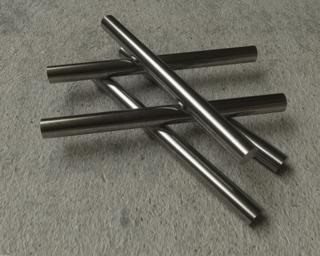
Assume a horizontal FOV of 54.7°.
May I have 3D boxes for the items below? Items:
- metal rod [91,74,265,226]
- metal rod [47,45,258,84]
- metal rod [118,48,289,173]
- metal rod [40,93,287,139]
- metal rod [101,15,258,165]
[{"bbox_3d":[0.003,0.007,0.398,0.025,0.025,0.300,-34,58,-25],"label":"metal rod"},{"bbox_3d":[-0.006,-0.093,0.451,0.302,0.025,0.025,-7,51,-7],"label":"metal rod"},{"bbox_3d":[0.044,-0.041,0.439,0.025,0.025,0.300,-35,59,-26],"label":"metal rod"},{"bbox_3d":[0.010,-0.016,0.387,0.302,0.025,0.025,-7,51,-6],"label":"metal rod"},{"bbox_3d":[0.006,-0.066,0.396,0.025,0.025,0.300,-28,56,-22],"label":"metal rod"}]
